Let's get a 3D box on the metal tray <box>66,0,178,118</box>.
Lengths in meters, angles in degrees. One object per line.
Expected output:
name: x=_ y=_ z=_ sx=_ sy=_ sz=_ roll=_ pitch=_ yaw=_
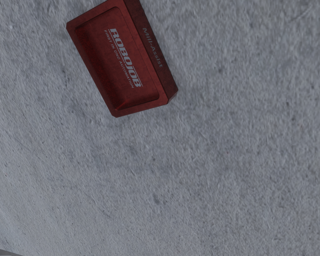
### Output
metal tray: x=-0.045 y=-0.083 z=0.374 sx=0.090 sy=0.030 sz=0.129 roll=-13 pitch=112 yaw=33
